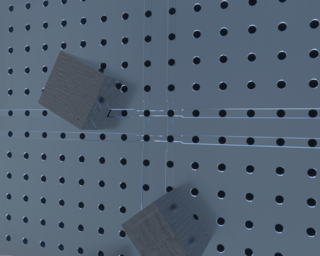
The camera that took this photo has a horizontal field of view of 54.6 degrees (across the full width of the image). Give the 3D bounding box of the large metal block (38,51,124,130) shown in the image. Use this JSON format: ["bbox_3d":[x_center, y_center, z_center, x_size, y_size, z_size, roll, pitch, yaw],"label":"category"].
[{"bbox_3d":[-0.111,-0.051,0.439,0.080,0.050,0.080,30,100,17],"label":"large metal block"}]

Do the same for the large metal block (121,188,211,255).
[{"bbox_3d":[0.011,0.128,0.380,0.050,0.080,0.080,-39,78,16],"label":"large metal block"}]
